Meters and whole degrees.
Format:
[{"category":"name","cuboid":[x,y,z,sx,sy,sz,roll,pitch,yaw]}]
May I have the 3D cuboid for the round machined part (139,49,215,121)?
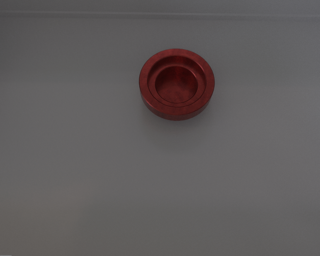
[{"category":"round machined part","cuboid":[0.022,-0.055,0.421,0.099,0.042,0.098,0,70,0]}]
